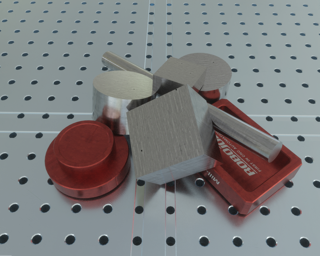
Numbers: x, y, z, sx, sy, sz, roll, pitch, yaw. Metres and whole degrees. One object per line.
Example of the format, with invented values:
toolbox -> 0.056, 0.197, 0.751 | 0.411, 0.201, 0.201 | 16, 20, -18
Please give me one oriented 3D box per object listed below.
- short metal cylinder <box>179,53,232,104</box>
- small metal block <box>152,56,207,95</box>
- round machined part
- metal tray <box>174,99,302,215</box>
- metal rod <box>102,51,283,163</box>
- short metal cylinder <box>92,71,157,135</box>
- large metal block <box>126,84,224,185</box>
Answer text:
short metal cylinder -> 0.057, -0.062, 0.440 | 0.081, 0.050, 0.080 | 0, 50, 0
small metal block -> 0.025, -0.060, 0.385 | 0.050, 0.025, 0.050 | 21, 45, 17
round machined part -> -0.086, 0.029, 0.366 | 0.099, 0.042, 0.098 | 0, 50, 0
metal tray -> 0.089, 0.028, 0.376 | 0.091, 0.030, 0.130 | -29, 56, -23
metal rod -> 0.018, -0.043, 0.407 | 0.025, 0.025, 0.300 | -35, 49, -26
short metal cylinder -> -0.046, -0.035, 0.401 | 0.081, 0.050, 0.080 | 7, 33, -4
large metal block -> 0.015, 0.010, 0.344 | 0.080, 0.050, 0.080 | -23, 62, 24
